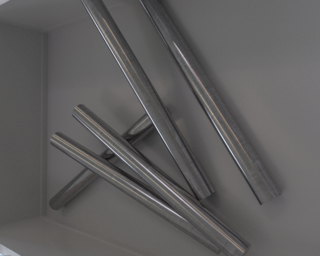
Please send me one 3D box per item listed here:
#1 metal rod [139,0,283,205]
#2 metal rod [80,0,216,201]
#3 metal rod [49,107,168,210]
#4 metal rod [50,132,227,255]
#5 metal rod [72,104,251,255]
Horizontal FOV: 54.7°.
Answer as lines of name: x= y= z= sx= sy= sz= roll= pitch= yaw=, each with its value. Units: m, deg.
metal rod: x=0.048 y=-0.051 z=0.367 sx=0.025 sy=0.025 sz=0.299 roll=-42 pitch=65 yaw=32
metal rod: x=-0.020 y=-0.048 z=0.386 sx=0.025 sy=0.025 sz=0.299 roll=-36 pitch=79 yaw=34
metal rod: x=-0.093 y=0.057 z=0.483 sx=0.299 sy=0.025 sz=0.025 roll=-40 pitch=66 yaw=32
metal rod: x=-0.047 y=0.075 z=0.422 sx=0.300 sy=0.025 sz=0.025 roll=26 pitch=106 yaw=29
metal rod: x=-0.018 y=0.052 z=0.392 sx=0.300 sy=0.025 sz=0.025 roll=37 pitch=113 yaw=30
